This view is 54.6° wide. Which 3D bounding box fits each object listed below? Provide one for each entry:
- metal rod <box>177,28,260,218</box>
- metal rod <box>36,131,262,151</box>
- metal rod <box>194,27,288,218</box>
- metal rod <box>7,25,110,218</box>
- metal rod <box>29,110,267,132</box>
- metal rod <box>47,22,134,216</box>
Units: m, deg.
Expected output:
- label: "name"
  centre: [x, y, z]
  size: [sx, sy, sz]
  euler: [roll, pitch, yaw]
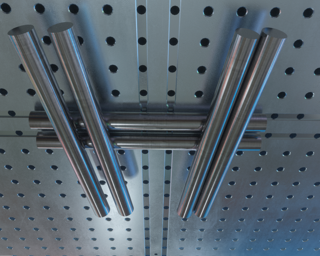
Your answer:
- label: "metal rod"
  centre: [0.062, 0.020, 0.397]
  size: [0.025, 0.025, 0.298]
  euler: [7, 130, -6]
- label: "metal rod"
  centre: [-0.014, 0.018, 0.427]
  size: [0.302, 0.025, 0.025]
  euler: [1, 130, -1]
- label: "metal rod"
  centre: [0.088, 0.020, 0.397]
  size: [0.025, 0.025, 0.298]
  euler: [7, 130, -6]
- label: "metal rod"
  centre: [-0.112, 0.018, 0.394]
  size: [0.025, 0.025, 0.299]
  euler: [-6, 130, 5]
- label: "metal rod"
  centre: [-0.014, -0.009, 0.405]
  size: [0.302, 0.025, 0.025]
  euler: [1, 130, -1]
- label: "metal rod"
  centre: [-0.075, 0.016, 0.392]
  size: [0.025, 0.025, 0.299]
  euler: [-6, 130, 5]
